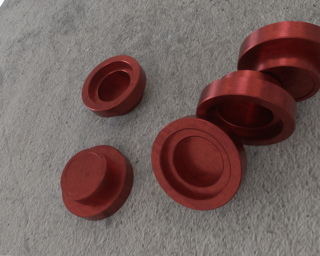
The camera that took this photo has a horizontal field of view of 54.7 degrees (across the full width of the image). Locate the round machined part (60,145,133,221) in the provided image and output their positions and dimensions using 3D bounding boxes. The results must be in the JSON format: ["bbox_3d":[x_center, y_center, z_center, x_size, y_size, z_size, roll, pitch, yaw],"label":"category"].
[{"bbox_3d":[-0.087,0.065,0.399,0.098,0.042,0.098,-13,56,21],"label":"round machined part"}]

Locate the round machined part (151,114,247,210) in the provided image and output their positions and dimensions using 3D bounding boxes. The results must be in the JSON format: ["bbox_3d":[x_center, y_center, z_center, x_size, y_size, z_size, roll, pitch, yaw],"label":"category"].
[{"bbox_3d":[0.043,0.033,0.329,0.098,0.042,0.097,7,106,28],"label":"round machined part"}]

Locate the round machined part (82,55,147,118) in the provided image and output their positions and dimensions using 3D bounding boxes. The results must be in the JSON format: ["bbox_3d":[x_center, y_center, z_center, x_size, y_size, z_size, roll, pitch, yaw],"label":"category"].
[{"bbox_3d":[-0.063,-0.057,0.462,0.098,0.042,0.098,-13,56,21],"label":"round machined part"}]

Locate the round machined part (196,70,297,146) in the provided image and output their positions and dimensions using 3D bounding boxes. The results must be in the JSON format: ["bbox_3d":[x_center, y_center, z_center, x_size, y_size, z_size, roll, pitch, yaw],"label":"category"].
[{"bbox_3d":[0.090,-0.023,0.324,0.098,0.098,0.042,3,60,29],"label":"round machined part"}]

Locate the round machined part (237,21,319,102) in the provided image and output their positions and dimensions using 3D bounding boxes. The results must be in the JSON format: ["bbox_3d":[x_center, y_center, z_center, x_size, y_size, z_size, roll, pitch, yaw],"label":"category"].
[{"bbox_3d":[0.131,-0.061,0.326,0.098,0.098,0.042,0,62,28],"label":"round machined part"}]
